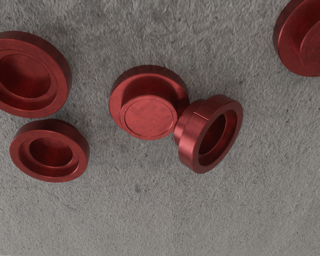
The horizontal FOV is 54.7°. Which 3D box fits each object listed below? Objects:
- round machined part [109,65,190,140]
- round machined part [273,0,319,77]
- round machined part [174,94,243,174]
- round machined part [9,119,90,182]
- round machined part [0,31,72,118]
[{"bbox_3d":[-0.013,-0.023,0.376,0.099,0.042,0.097,0,130,0],"label":"round machined part"},{"bbox_3d":[0.172,-0.094,0.318,0.099,0.042,0.097,0,130,0],"label":"round machined part"},{"bbox_3d":[0.055,0.003,0.377,0.099,0.042,0.097,-32,139,-33],"label":"round machined part"},{"bbox_3d":[-0.144,0.026,0.417,0.099,0.042,0.097,0,130,0],"label":"round machined part"},{"bbox_3d":[-0.147,-0.061,0.342,0.099,0.042,0.097,0,130,0],"label":"round machined part"}]
